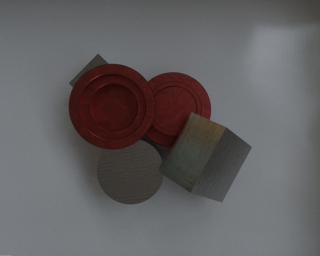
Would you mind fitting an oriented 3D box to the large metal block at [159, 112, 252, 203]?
[{"bbox_3d":[0.058,0.038,0.376,0.050,0.080,0.080,28,89,40],"label":"large metal block"}]

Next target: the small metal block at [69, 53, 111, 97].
[{"bbox_3d":[-0.083,-0.063,0.396,0.025,0.050,0.050,44,90,-1],"label":"small metal block"}]

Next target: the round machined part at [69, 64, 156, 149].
[{"bbox_3d":[-0.054,-0.025,0.371,0.099,0.042,0.097,0,90,-1],"label":"round machined part"}]

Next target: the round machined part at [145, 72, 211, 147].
[{"bbox_3d":[0.017,-0.024,0.400,0.099,0.042,0.097,0,90,-1],"label":"round machined part"}]

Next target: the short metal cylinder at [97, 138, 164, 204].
[{"bbox_3d":[-0.035,0.052,0.397,0.081,0.050,0.079,0,90,-1],"label":"short metal cylinder"}]
